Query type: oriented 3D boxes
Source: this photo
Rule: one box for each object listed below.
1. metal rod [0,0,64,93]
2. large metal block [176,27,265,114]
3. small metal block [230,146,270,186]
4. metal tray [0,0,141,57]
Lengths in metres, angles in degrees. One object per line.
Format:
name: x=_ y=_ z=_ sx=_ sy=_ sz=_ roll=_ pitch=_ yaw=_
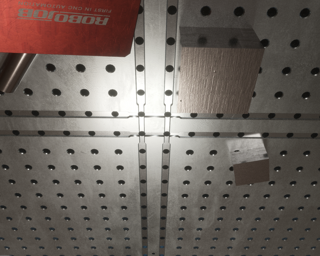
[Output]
metal rod: x=-0.089 y=-0.140 z=0.290 sx=0.025 sy=0.025 sz=0.299 roll=31 pitch=123 yaw=-24
large metal block: x=0.060 y=-0.063 z=0.343 sx=0.081 sy=0.050 sz=0.079 roll=1 pitch=130 yaw=-1
small metal block: x=0.135 y=0.058 z=0.463 sx=0.050 sy=0.025 sz=0.050 roll=-11 pitch=130 yaw=8
metal tray: x=-0.087 y=-0.112 z=0.281 sx=0.131 sy=0.030 sz=0.089 roll=-3 pitch=141 yaw=-20
